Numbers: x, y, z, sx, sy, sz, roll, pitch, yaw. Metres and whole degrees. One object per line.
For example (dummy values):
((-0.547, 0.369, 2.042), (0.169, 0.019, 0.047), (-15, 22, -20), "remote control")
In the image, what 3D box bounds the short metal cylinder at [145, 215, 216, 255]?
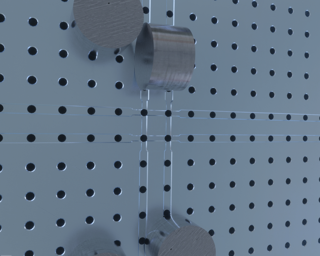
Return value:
((0.026, 0.161, 0.409), (0.081, 0.050, 0.079), (0, 90, -20), "short metal cylinder")

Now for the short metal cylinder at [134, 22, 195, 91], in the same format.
((0.003, -0.087, 0.384), (0.050, 0.080, 0.079), (-1, 90, -20), "short metal cylinder")

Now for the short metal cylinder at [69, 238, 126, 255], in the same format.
((-0.073, 0.181, 0.372), (0.081, 0.050, 0.080), (0, 90, -20), "short metal cylinder")

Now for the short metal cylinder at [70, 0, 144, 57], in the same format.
((-0.065, -0.131, 0.375), (0.081, 0.050, 0.079), (0, 90, -20), "short metal cylinder")
